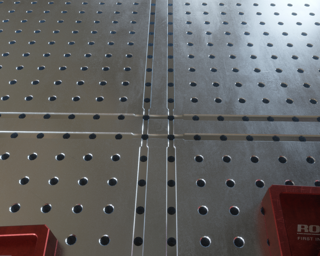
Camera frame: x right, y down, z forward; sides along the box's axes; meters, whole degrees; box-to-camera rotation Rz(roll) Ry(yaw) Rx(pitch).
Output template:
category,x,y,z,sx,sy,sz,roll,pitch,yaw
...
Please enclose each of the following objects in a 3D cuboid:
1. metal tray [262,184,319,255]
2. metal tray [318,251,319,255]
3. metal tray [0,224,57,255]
category,x,y,z,sx,sy,sz,roll,pitch,yaw
metal tray,0.179,0.107,0.315,0.131,0.030,0.090,2,50,2
metal tray,0.210,0.101,0.280,0.090,0.030,0.131,31,57,23
metal tray,-0.171,0.140,0.285,0.131,0.030,0.090,-2,50,-2
